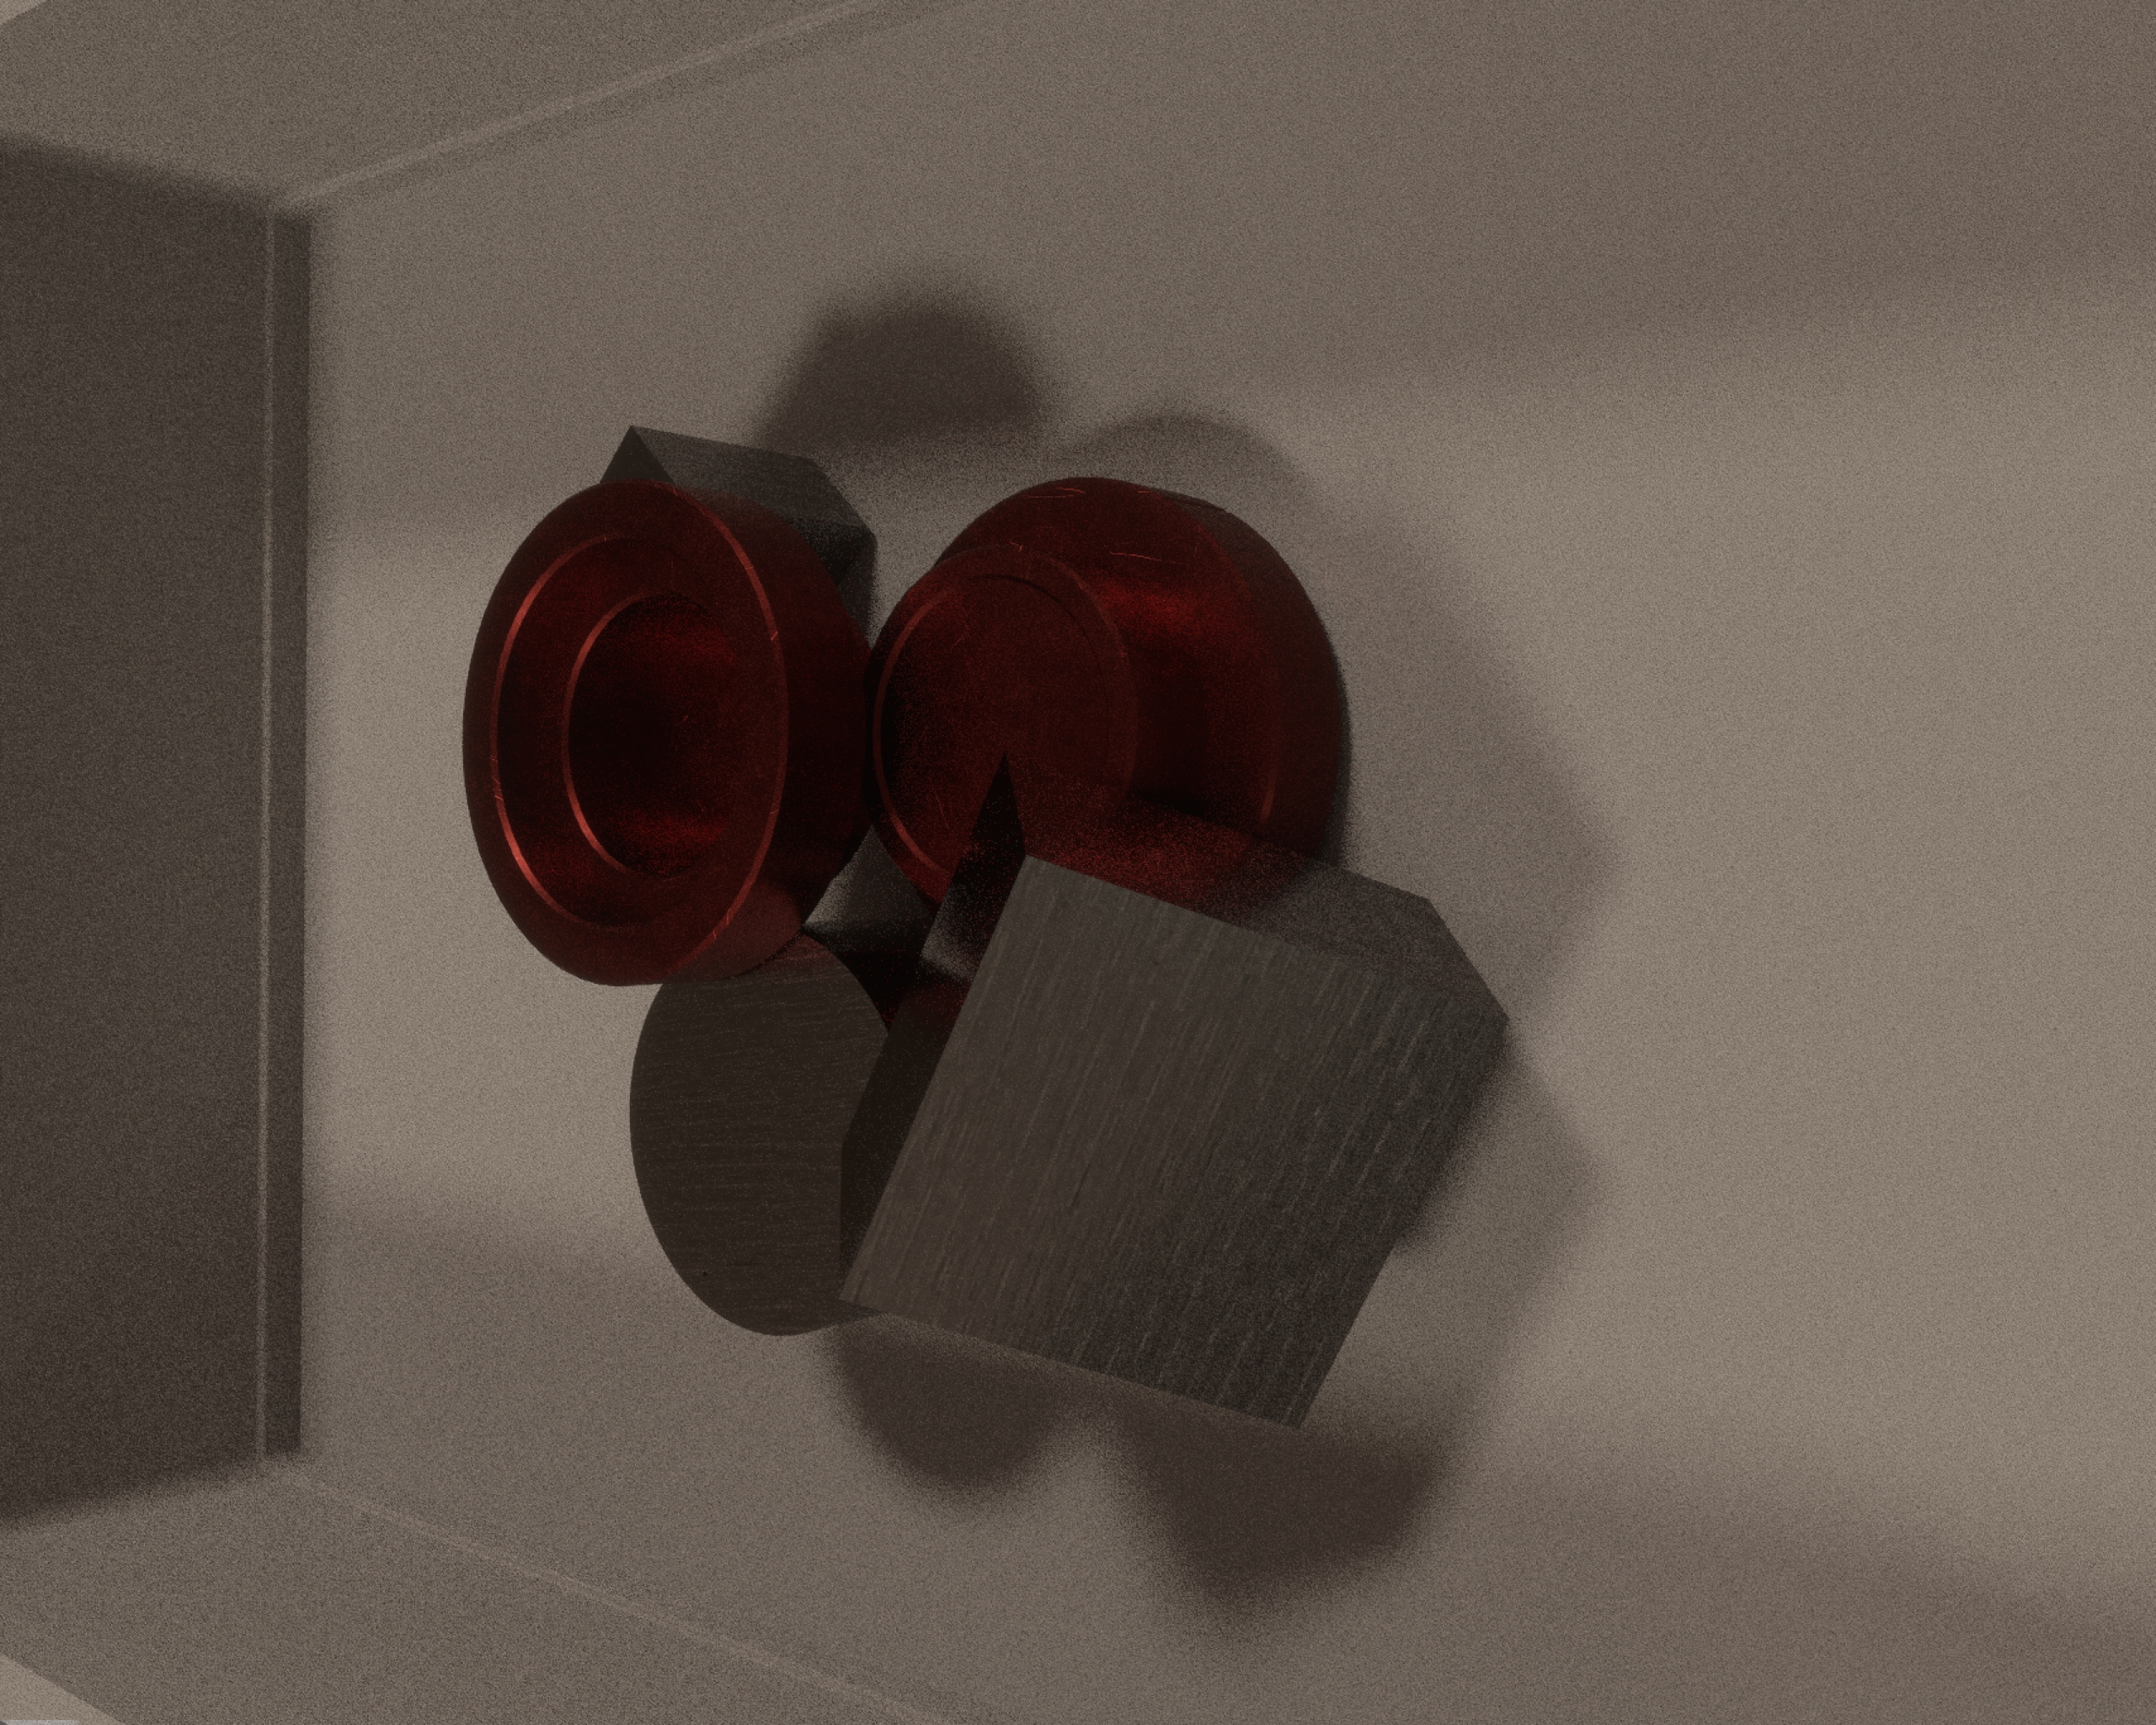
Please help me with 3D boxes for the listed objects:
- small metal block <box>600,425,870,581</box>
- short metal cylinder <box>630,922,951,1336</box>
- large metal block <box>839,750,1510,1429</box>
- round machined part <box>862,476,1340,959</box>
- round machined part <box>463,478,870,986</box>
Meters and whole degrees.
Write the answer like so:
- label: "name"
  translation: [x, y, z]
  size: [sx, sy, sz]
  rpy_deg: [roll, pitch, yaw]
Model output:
- label: "small metal block"
  translation: [-0.082, -0.064, 0.453]
  size: [0.025, 0.050, 0.050]
  rpy_deg: [52, 120, 27]
- label: "short metal cylinder"
  translation: [-0.045, 0.051, 0.424]
  size: [0.080, 0.050, 0.079]
  rpy_deg: [0, 90, 39]
- label: "large metal block"
  translation: [0.012, 0.038, 0.348]
  size: [0.050, 0.080, 0.079]
  rpy_deg: [-106, 37, -68]
- label: "round machined part"
  translation: [-0.003, -0.024, 0.392]
  size: [0.098, 0.042, 0.097]
  rpy_deg: [0, 90, 39]
- label: "round machined part"
  translation: [-0.076, -0.025, 0.416]
  size: [0.098, 0.042, 0.097]
  rpy_deg: [0, 90, 39]
